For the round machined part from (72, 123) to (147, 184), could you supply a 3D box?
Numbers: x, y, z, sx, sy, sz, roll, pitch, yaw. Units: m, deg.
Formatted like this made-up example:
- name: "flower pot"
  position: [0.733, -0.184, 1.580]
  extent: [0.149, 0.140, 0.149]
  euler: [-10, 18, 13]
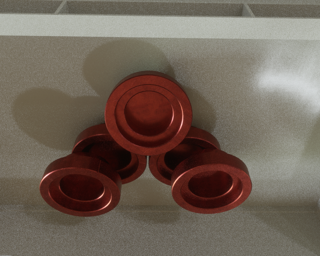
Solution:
- name: "round machined part"
  position: [-0.067, 0.031, 0.422]
  extent: [0.099, 0.042, 0.097]
  euler: [0, 130, 0]

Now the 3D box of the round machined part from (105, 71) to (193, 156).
- name: "round machined part"
  position: [-0.013, -0.020, 0.366]
  extent: [0.099, 0.042, 0.097]
  euler: [-1, 112, -1]

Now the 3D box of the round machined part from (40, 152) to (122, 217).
- name: "round machined part"
  position: [-0.098, 0.069, 0.399]
  extent: [0.099, 0.042, 0.097]
  euler: [0, 130, 0]

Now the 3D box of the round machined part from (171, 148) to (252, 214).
- name: "round machined part"
  position: [0.063, 0.064, 0.397]
  extent: [0.099, 0.042, 0.097]
  euler: [0, 130, 0]

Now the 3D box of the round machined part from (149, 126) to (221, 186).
- name: "round machined part"
  position: [0.034, 0.035, 0.426]
  extent: [0.099, 0.042, 0.097]
  euler: [0, 130, 0]
